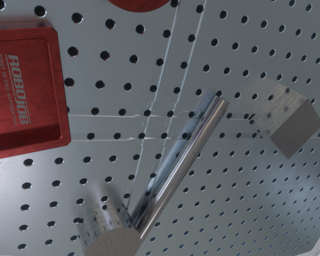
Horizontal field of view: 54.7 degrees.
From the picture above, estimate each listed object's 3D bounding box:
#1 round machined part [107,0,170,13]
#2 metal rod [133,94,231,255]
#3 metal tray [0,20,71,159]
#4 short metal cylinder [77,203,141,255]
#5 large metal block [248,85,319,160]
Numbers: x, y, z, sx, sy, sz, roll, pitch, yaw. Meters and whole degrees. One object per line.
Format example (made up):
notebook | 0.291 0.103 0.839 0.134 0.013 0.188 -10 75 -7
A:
round machined part | -0.024 -0.162 0.287 0.099 0.042 0.097 -14 124 -21
metal rod | 0.016 0.084 0.472 0.025 0.025 0.298 19 108 -36
metal tray | -0.143 -0.035 0.307 0.091 0.030 0.129 -11 123 -22
short metal cylinder | -0.075 0.157 0.451 0.081 0.050 0.079 -14 124 -21
large metal block | 0.204 -0.008 0.502 0.080 0.050 0.080 -47 129 5
